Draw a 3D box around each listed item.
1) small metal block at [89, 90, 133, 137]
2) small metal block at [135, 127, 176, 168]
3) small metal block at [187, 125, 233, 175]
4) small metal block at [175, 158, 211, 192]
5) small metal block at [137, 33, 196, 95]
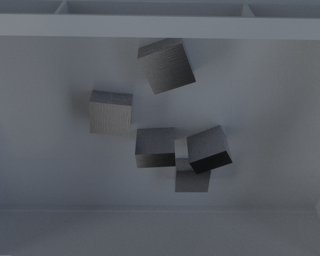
[{"bbox_3d":[-0.062,-0.018,0.393,0.050,0.025,0.050,5,130,-5],"label":"small metal block"},{"bbox_3d":[-0.005,0.026,0.414,0.050,0.050,0.025,-3,130,2],"label":"small metal block"},{"bbox_3d":[0.066,0.029,0.418,0.050,0.050,0.025,-21,127,17],"label":"small metal block"},{"bbox_3d":[0.048,0.072,0.471,0.050,0.025,0.050,0,130,0],"label":"small metal block"},{"bbox_3d":[0.008,-0.071,0.349,0.050,0.025,0.050,-16,129,13],"label":"small metal block"}]
